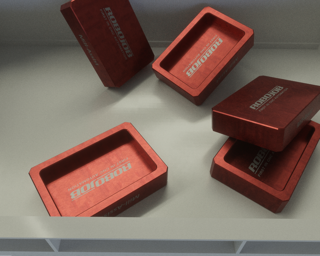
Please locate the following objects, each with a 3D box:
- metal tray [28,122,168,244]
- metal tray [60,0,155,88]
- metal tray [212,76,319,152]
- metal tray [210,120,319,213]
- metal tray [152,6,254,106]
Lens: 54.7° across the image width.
[{"bbox_3d":[-0.068,0.056,0.353,0.131,0.030,0.090,-28,56,-22],"label":"metal tray"},{"bbox_3d":[-0.070,-0.135,0.450,0.030,0.130,0.090,8,44,47],"label":"metal tray"},{"bbox_3d":[0.138,-0.025,0.392,0.090,0.030,0.131,21,39,38],"label":"metal tray"},{"bbox_3d":[0.132,0.027,0.380,0.090,0.030,0.131,29,56,22],"label":"metal tray"},{"bbox_3d":[0.063,-0.108,0.457,0.090,0.030,0.130,39,84,24],"label":"metal tray"}]
